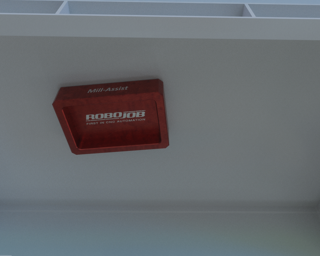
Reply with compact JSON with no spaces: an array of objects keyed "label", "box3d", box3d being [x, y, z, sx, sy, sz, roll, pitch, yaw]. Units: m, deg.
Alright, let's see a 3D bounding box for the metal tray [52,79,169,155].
[{"label":"metal tray","box3d":[-0.057,-0.012,0.395,0.131,0.030,0.090,-5,130,3]}]
